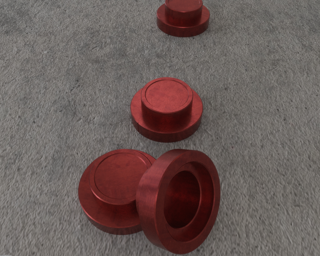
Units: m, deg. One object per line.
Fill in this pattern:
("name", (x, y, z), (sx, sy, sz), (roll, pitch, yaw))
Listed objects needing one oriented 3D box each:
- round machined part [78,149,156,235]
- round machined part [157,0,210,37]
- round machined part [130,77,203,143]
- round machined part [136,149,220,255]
("round machined part", (-0.040, 0.062, 0.340), (0.099, 0.042, 0.098), (0, 50, 0))
("round machined part", (0.043, -0.213, 0.572), (0.099, 0.042, 0.098), (0, 50, 0))
("round machined part", (0.009, -0.031, 0.418), (0.099, 0.042, 0.098), (0, 50, 0))
("round machined part", (0.015, 0.069, 0.308), (0.042, 0.098, 0.098), (2, 41, 44))
